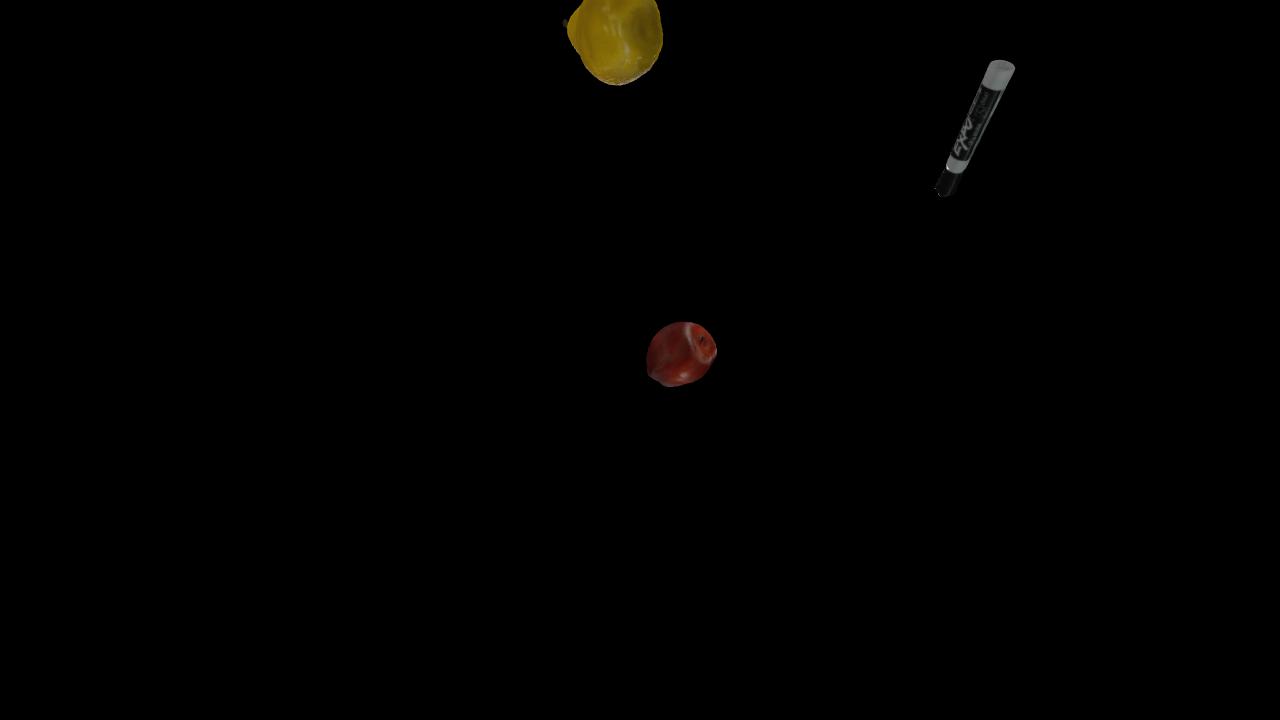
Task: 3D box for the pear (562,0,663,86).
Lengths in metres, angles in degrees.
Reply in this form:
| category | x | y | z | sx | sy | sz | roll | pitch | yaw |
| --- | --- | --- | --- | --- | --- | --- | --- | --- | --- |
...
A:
| category | x | y | z | sx | sy | sz | roll | pitch | yaw |
| --- | --- | --- | --- | --- | --- | --- | --- | --- | --- |
| pear | -0.035 | -0.283 | 0.539 | 0.080 | 0.080 | 0.111 | 0 | 12 | -44 |

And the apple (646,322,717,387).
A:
| category | x | y | z | sx | sy | sz | roll | pitch | yaw |
| --- | --- | --- | --- | --- | --- | --- | --- | --- | --- |
| apple | 0.050 | -0.007 | 0.775 | 0.079 | 0.079 | 0.093 | 0 | -27 | -46 |

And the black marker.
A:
| category | x | y | z | sx | sy | sz | roll | pitch | yaw |
| --- | --- | --- | --- | --- | --- | --- | --- | --- | --- |
| black marker | 0.278 | -0.189 | 0.519 | 0.020 | 0.020 | 0.121 | 0 | -37 | 1 |
